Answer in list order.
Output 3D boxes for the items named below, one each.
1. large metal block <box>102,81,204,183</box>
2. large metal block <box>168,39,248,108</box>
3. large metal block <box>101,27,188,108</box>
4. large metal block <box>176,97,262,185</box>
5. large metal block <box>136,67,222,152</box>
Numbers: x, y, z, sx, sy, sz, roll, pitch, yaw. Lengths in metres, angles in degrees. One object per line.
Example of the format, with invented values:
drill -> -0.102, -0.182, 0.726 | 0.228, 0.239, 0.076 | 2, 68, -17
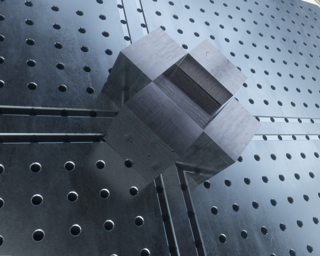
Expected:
large metal block -> -0.011, 0.007, 0.362 | 0.080, 0.080, 0.050 | 44, 51, 1
large metal block -> 0.062, -0.065, 0.445 | 0.080, 0.080, 0.050 | 44, 51, 1
large metal block -> -0.021, -0.073, 0.406 | 0.050, 0.080, 0.080 | 44, 51, 2
large metal block -> 0.073, 0.018, 0.402 | 0.050, 0.080, 0.080 | 45, 51, 3
large metal block -> 0.021, -0.022, 0.415 | 0.080, 0.050, 0.080 | 43, 53, 3
